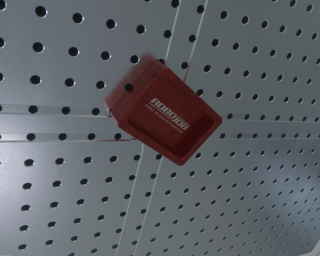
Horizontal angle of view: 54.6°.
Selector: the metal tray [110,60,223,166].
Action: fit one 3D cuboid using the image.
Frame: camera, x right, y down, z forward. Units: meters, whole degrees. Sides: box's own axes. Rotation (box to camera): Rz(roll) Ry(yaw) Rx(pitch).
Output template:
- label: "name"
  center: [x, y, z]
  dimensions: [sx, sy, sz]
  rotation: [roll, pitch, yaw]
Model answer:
- label: "metal tray"
  center: [0.013, -0.014, 0.405]
  dimensions: [0.090, 0.030, 0.130]
  rotation: [-49, 129, 6]
